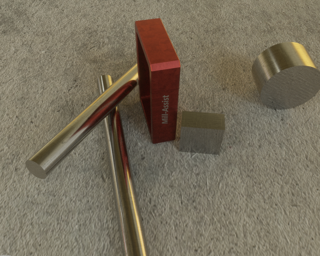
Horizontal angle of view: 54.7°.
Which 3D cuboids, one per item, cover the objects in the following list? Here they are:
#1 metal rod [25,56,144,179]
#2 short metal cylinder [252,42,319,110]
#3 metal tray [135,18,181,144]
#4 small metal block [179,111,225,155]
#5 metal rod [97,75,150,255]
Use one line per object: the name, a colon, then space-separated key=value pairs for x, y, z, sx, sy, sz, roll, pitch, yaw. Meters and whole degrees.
metal rod: x=-0.058 y=-0.045 z=0.409 sx=0.025 sy=0.025 sz=0.301 roll=20 pitch=43 yaw=16
short metal cylinder: x=0.174 y=-0.071 z=0.429 sx=0.081 sy=0.080 sz=0.050 roll=-2 pitch=50 yaw=-2
metal tray: x=-0.005 y=-0.054 z=0.380 sx=0.030 sy=0.129 sz=0.090 roll=-10 pitch=51 yaw=-9
small metal block: x=0.051 y=0.007 z=0.382 sx=0.050 sy=0.050 sz=0.025 roll=5 pitch=50 yaw=3
metal rod: x=-0.047 y=0.043 z=0.366 sx=0.025 sy=0.025 sz=0.300 roll=-10 pitch=51 yaw=-9
